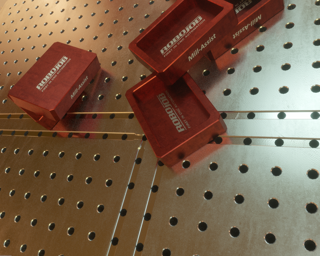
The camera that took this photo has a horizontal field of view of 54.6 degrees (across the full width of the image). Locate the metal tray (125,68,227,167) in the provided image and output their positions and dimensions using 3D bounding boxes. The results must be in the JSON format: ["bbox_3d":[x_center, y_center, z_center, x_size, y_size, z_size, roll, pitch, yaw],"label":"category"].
[{"bbox_3d":[0.016,-0.025,0.412,0.090,0.030,0.130,-34,51,6],"label":"metal tray"}]

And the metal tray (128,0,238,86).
[{"bbox_3d":[0.030,-0.130,0.430,0.130,0.030,0.090,-43,51,-2],"label":"metal tray"}]

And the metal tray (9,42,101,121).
[{"bbox_3d":[-0.171,-0.081,0.516,0.090,0.030,0.130,20,61,17],"label":"metal tray"}]

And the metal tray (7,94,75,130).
[{"bbox_3d":[-0.208,-0.062,0.554,0.130,0.030,0.090,30,78,38],"label":"metal tray"}]

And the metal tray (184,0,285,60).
[{"bbox_3d":[0.101,-0.169,0.456,0.130,0.030,0.090,-37,51,3],"label":"metal tray"}]
